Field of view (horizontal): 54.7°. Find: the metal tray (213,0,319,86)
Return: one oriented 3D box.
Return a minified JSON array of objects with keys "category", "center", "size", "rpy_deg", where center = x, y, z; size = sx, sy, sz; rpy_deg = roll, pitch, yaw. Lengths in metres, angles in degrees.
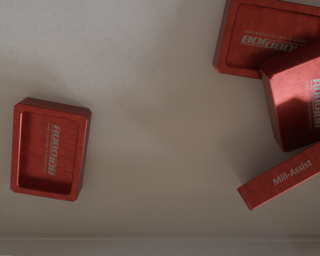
[{"category":"metal tray","center":[0.138,-0.103,0.372],"size":[0.131,0.030,0.089],"rpy_deg":[8,110,-4]}]

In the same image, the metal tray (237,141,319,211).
[{"category":"metal tray","center":[0.169,0.060,0.400],"size":[0.130,0.090,0.030],"rpy_deg":[-33,70,12]}]

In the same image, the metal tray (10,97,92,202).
[{"category":"metal tray","center":[-0.147,0.031,0.417],"size":[0.091,0.030,0.129],"rpy_deg":[11,110,-5]}]

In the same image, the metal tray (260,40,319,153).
[{"category":"metal tray","center":[0.180,-0.036,0.376],"size":[0.090,0.030,0.130],"rpy_deg":[-22,128,7]}]
